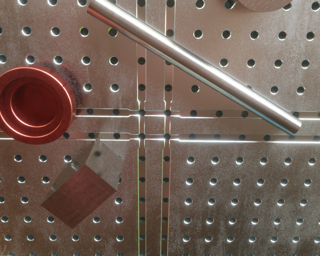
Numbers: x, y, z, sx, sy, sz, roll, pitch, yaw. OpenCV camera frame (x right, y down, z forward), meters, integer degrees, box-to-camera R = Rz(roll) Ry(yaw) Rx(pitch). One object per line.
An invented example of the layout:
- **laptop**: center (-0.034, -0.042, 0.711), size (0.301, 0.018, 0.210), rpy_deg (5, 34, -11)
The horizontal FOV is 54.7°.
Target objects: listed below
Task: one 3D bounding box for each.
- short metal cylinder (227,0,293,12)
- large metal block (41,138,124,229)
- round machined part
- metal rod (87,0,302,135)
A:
- **short metal cylinder**: center (0.111, -0.169, 0.339), size (0.081, 0.050, 0.079), rpy_deg (0, 110, -1)
- **large metal block**: center (-0.098, 0.070, 0.409), size (0.080, 0.080, 0.050), rpy_deg (-42, 105, 13)
- **round machined part**: center (-0.155, -0.031, 0.391), size (0.099, 0.042, 0.097), rpy_deg (0, 110, -1)
- **metal rod**: center (0.051, -0.073, 0.387), size (0.301, 0.025, 0.025), rpy_deg (29, 107, -11)
